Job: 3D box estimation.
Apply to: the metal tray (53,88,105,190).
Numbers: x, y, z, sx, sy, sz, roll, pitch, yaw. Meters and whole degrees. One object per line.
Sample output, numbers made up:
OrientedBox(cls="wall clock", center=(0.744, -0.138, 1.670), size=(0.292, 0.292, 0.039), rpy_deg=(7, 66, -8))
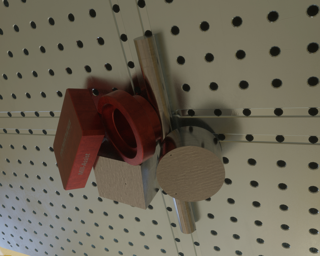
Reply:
OrientedBox(cls="metal tray", center=(-0.123, 0.018, 0.452), size=(0.090, 0.030, 0.129), rpy_deg=(61, 139, 35))

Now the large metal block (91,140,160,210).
OrientedBox(cls="large metal block", center=(-0.049, 0.065, 0.461), size=(0.080, 0.050, 0.079), rpy_deg=(10, 123, 23))

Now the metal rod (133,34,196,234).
OrientedBox(cls="metal rod", center=(0.013, 0.026, 0.421), size=(0.025, 0.025, 0.298), rpy_deg=(1, 119, 28))

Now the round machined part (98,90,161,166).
OrientedBox(cls="round machined part", center=(-0.036, -0.004, 0.400), size=(0.098, 0.042, 0.097), rpy_deg=(36, 142, 36))

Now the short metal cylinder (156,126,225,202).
OrientedBox(cls="short metal cylinder", center=(0.038, 0.044, 0.385), size=(0.080, 0.050, 0.079), rpy_deg=(2, 117, 4))
